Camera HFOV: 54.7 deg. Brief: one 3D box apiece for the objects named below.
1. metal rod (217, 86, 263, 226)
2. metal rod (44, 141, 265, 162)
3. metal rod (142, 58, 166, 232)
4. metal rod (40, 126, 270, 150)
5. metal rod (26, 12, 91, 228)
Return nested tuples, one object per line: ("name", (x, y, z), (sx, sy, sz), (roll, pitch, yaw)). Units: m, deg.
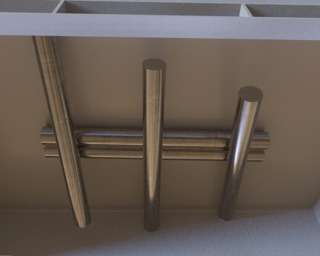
("metal rod", (0.104, 0.063, 0.433), (0.025, 0.025, 0.298), (-3, 139, 2))
("metal rod", (-0.006, 0.032, 0.435), (0.302, 0.025, 0.025), (1, 130, -2))
("metal rod", (-0.010, 0.047, 0.415), (0.025, 0.025, 0.298), (1, 131, -1))
("metal rod", (-0.005, 0.014, 0.420), (0.302, 0.025, 0.025), (1, 130, -2))
("metal rod", (-0.117, 0.014, 0.386), (0.025, 0.025, 0.298), (-1, 122, 0))
